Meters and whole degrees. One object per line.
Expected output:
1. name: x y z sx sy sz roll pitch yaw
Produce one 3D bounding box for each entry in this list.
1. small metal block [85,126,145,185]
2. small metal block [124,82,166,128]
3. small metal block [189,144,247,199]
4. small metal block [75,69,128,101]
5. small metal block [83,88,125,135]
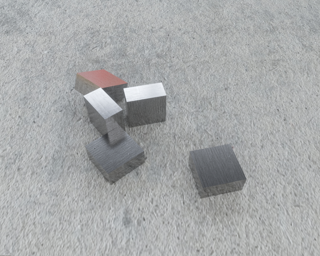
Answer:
1. small metal block: -0.054 0.032 0.376 0.050 0.025 0.050 -32 57 -24
2. small metal block: -0.019 -0.030 0.412 0.050 0.050 0.025 -11 51 -9
3. small metal block: 0.065 0.050 0.362 0.050 0.025 0.050 -10 51 -8
4. small metal block: -0.083 -0.059 0.439 0.050 0.025 0.050 32 32 26
5. small metal block: -0.070 -0.015 0.399 0.025 0.050 0.050 -32 57 -24
